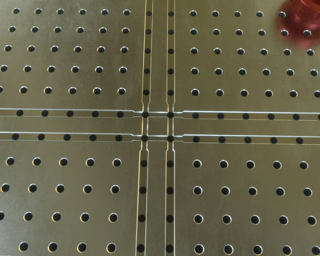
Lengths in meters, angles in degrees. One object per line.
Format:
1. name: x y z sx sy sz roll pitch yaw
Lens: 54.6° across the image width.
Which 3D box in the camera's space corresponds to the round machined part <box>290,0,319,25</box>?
1. round machined part: 0.248 -0.200 0.477 0.099 0.042 0.098 0 70 0
